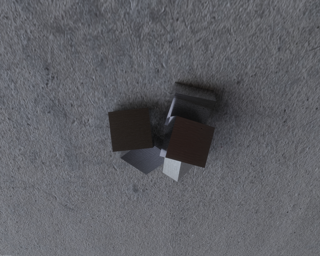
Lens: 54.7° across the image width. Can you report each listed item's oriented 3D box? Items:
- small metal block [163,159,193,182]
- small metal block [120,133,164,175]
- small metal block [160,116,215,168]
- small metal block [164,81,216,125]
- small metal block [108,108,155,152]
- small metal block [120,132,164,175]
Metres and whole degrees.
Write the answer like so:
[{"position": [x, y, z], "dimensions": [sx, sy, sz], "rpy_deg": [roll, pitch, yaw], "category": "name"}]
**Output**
[{"position": [0.031, 0.036, 0.421], "dimensions": [0.025, 0.050, 0.050], "rpy_deg": [30, 135, 25], "category": "small metal block"}, {"position": [-0.020, 0.033, 0.437], "dimensions": [0.050, 0.025, 0.050], "rpy_deg": [-37, 121, 27], "category": "small metal block"}, {"position": [0.033, 0.017, 0.373], "dimensions": [0.050, 0.025, 0.050], "rpy_deg": [17, 85, -14], "category": "small metal block"}, {"position": [0.036, -0.026, 0.388], "dimensions": [0.050, 0.025, 0.050], "rpy_deg": [11, 129, -10], "category": "small metal block"}, {"position": [-0.035, 0.002, 0.393], "dimensions": [0.050, 0.025, 0.050], "rpy_deg": [-6, 92, 4], "category": "small metal block"}, {"position": [-0.019, 0.033, 0.437], "dimensions": [0.050, 0.025, 0.050], "rpy_deg": [-37, 122, 27], "category": "small metal block"}]
